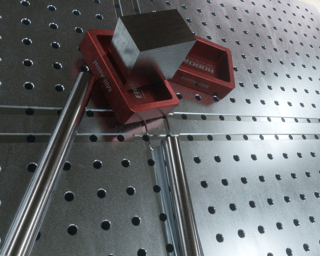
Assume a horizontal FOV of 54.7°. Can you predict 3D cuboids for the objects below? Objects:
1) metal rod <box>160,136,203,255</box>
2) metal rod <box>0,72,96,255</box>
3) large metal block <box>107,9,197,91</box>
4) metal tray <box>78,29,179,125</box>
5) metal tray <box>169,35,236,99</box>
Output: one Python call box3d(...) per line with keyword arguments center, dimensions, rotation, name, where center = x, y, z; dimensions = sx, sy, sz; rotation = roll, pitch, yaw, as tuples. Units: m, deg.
box3d(center=(0.035, 0.148, 0.338), dimensions=(0.025, 0.025, 0.299), rotation=(5, 60, -26), name="metal rod")
box3d(center=(-0.117, 0.058, 0.310), dimensions=(0.025, 0.025, 0.300), rotation=(22, 53, -15), name="metal rod")
box3d(center=(-0.014, -0.096, 0.388), dimensions=(0.081, 0.080, 0.050), rotation=(-20, 73, -30), name="large metal block")
box3d(center=(-0.041, -0.073, 0.418), dimensions=(0.091, 0.030, 0.130), rotation=(-14, 69, -45), name="metal tray")
box3d(center=(0.057, -0.108, 0.503), dimensions=(0.131, 0.030, 0.090), rotation=(16, 55, -20), name="metal tray")
